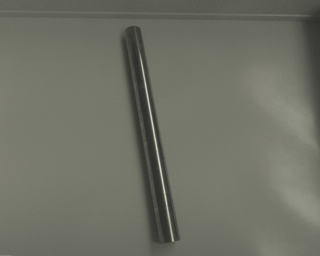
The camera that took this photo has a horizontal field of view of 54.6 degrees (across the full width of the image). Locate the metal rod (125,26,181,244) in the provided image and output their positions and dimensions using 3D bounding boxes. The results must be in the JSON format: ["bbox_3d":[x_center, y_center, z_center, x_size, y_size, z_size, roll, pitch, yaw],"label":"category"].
[{"bbox_3d":[-0.014,-0.005,0.411,0.025,0.025,0.299,-9,70,-3],"label":"metal rod"}]
